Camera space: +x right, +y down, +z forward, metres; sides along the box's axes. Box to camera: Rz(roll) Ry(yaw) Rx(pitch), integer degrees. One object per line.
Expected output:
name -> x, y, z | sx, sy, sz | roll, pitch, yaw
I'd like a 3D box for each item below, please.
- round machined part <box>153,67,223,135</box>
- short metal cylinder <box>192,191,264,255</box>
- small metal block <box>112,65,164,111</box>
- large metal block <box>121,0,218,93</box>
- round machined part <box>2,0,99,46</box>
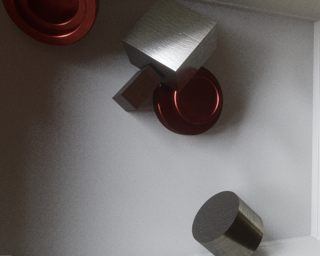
round machined part -> 0.043, -0.039, 0.419 | 0.099, 0.042, 0.097 | 0, 90, -21
short metal cylinder -> 0.090, 0.132, 0.416 | 0.050, 0.080, 0.080 | 44, 76, -15
small metal block -> -0.029, -0.048, 0.387 | 0.025, 0.050, 0.050 | 45, 76, -15
large metal block -> 0.014, -0.104, 0.383 | 0.080, 0.050, 0.080 | 34, 76, 19
round machined part -> -0.116, -0.145, 0.341 | 0.099, 0.042, 0.097 | 0, 129, 0
